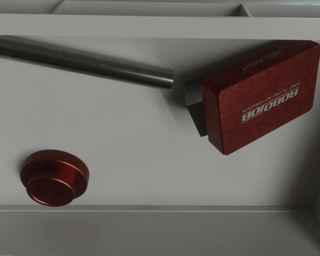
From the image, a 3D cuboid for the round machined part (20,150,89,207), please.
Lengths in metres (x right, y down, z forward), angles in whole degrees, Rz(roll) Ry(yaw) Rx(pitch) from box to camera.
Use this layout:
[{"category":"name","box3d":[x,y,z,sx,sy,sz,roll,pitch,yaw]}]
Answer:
[{"category":"round machined part","box3d":[-0.159,0.082,0.465,0.099,0.042,0.097,-1,130,0]}]

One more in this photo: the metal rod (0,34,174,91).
[{"category":"metal rod","box3d":[-0.134,-0.081,0.338,0.302,0.025,0.025,10,129,-9]}]

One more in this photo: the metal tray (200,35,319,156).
[{"category":"metal tray","box3d":[0.112,-0.035,0.341,0.131,0.030,0.090,-26,131,-14]}]

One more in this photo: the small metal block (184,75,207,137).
[{"category":"small metal block","box3d":[0.050,-0.026,0.371,0.025,0.050,0.050,-18,128,14]}]
